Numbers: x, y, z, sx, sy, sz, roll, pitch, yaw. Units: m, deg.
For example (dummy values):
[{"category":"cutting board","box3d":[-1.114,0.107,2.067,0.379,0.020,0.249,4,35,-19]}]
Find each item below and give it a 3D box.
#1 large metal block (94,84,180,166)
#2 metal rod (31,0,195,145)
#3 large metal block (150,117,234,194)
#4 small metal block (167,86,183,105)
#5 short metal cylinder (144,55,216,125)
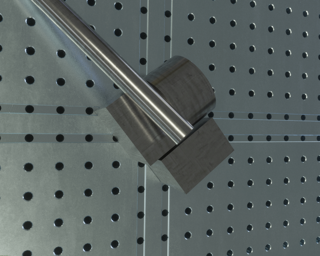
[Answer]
[{"category":"large metal block","box3d":[-0.029,-0.005,0.374,0.050,0.080,0.080,-40,103,-16]},{"category":"metal rod","box3d":[-0.080,-0.096,0.328,0.300,0.025,0.025,45,75,7]},{"category":"large metal block","box3d":[0.032,0.031,0.394,0.080,0.080,0.050,-39,103,-16]},{"category":"small metal block","box3d":[0.015,-0.049,0.420,0.050,0.025,0.050,-43,104,-15]},{"category":"short metal cylinder","box3d":[0.019,-0.037,0.364,0.050,0.080,0.080,-39,103,-16]}]
